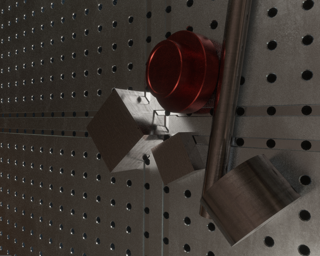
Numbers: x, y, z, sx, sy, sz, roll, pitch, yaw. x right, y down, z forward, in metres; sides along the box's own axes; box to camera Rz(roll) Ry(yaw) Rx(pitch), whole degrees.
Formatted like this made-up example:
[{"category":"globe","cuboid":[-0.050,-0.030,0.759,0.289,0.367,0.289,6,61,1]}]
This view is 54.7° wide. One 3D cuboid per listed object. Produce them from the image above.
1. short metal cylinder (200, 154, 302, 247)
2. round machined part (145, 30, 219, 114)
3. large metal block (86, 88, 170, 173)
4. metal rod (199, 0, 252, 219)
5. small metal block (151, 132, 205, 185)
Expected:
[{"category":"short metal cylinder","cuboid":[0.087,0.070,0.301,0.080,0.081,0.050,-50,61,28]},{"category":"round machined part","cuboid":[0.019,-0.067,0.368,0.098,0.042,0.097,-4,85,52]},{"category":"large metal block","cuboid":[-0.047,0.004,0.430,0.080,0.050,0.080,-48,62,29]},{"category":"metal rod","cuboid":[0.076,-0.046,0.345,0.025,0.025,0.298,11,97,39]},{"category":"small metal block","cuboid":[0.022,0.038,0.390,0.050,0.025,0.050,-33,70,34]}]
